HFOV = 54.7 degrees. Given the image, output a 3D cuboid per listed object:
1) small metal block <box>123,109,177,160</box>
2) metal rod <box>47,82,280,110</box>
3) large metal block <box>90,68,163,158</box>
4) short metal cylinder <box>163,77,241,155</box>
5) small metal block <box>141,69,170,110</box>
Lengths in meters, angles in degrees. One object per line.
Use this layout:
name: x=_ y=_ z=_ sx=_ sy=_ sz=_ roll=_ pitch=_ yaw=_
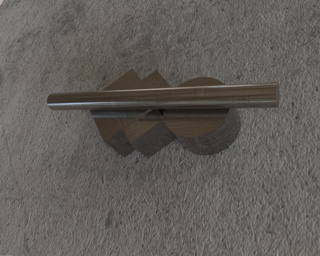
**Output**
small metal block: x=-0.010 y=0.007 z=0.392 sx=0.050 sy=0.050 sz=0.025 roll=-36 pitch=52 yaw=4
metal rod: x=-0.019 y=-0.035 z=0.370 sx=0.300 sy=0.025 sz=0.025 roll=1 pitch=62 yaw=28
large metal block: x=-0.043 y=-0.021 z=0.423 sx=0.080 sy=0.050 sz=0.080 roll=-36 pitch=51 yaw=4
short metal cylinder: x=0.051 y=-0.014 z=0.370 sx=0.080 sy=0.050 sz=0.080 roll=-13 pitch=56 yaw=21
small metal block: x=0.007 y=-0.042 z=0.412 sx=0.025 sy=0.050 sz=0.050 roll=-37 pitch=52 yaw=4
